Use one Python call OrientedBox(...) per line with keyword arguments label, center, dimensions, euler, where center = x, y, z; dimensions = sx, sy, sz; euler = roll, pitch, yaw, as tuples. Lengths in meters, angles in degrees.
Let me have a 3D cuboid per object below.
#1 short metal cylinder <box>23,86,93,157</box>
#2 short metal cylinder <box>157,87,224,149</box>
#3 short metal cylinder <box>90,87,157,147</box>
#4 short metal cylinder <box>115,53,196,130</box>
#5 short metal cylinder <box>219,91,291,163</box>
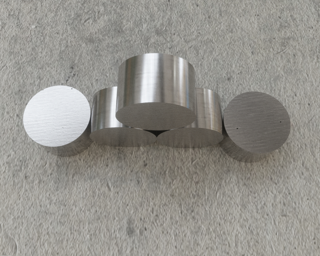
OrientedBox(label="short metal cylinder", center=(-0.125, -0.007, 0.398), dimensions=(0.081, 0.050, 0.080), euler=(0, 70, -1))
OrientedBox(label="short metal cylinder", center=(0.036, -0.010, 0.384), dimensions=(0.081, 0.080, 0.050), euler=(0, 69, 0))
OrientedBox(label="short metal cylinder", center=(-0.044, -0.011, 0.384), dimensions=(0.081, 0.080, 0.050), euler=(0, 70, 0))
OrientedBox(label="short metal cylinder", center=(-0.004, -0.034, 0.319), dimensions=(0.080, 0.080, 0.050), euler=(1, 71, 0))
OrientedBox(label="short metal cylinder", center=(0.117, 0.000, 0.396), dimensions=(0.081, 0.050, 0.080), euler=(0, 70, -1))
